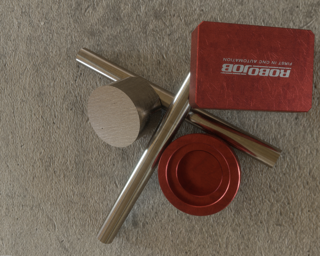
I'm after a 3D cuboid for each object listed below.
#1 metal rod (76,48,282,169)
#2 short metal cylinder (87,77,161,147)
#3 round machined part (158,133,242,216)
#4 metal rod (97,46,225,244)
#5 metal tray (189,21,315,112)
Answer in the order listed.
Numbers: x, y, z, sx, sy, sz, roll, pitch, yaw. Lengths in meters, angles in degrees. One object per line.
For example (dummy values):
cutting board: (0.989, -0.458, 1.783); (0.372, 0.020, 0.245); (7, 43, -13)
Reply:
metal rod: (0.012, -0.034, 0.407); (0.300, 0.025, 0.025); (30, 100, 17)
short metal cylinder: (-0.046, -0.022, 0.399); (0.080, 0.050, 0.079); (13, 116, 27)
round machined part: (0.051, 0.055, 0.383); (0.098, 0.042, 0.097); (0, 90, 20)
metal rod: (-0.007, 0.030, 0.394); (0.025, 0.025, 0.298); (35, 108, 16)
metal tray: (0.101, -0.064, 0.342); (0.131, 0.030, 0.089); (2, 91, -8)
